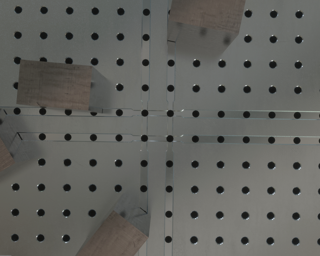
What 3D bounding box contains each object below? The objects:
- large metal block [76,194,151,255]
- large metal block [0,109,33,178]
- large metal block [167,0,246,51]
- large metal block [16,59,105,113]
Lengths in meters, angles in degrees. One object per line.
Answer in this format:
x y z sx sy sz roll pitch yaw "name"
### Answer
-0.057 0.138 0.386 0.050 0.080 0.080 39 90 0 "large metal block"
-0.230 0.028 0.400 0.080 0.050 0.080 -31 90 0 "large metal block"
0.054 -0.137 0.386 0.080 0.080 0.050 12 90 0 "large metal block"
-0.118 -0.048 0.385 0.080 0.080 0.050 5 90 0 "large metal block"
